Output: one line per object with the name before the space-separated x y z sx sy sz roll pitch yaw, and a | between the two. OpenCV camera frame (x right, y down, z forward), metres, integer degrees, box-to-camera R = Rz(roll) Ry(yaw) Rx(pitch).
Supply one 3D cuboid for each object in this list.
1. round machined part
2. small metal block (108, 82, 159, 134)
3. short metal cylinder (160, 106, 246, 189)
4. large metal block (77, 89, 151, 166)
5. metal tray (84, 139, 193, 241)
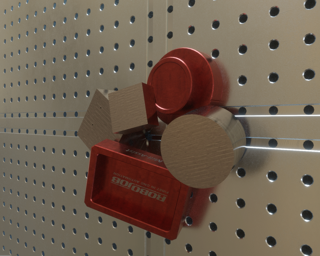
round machined part | 0.022 -0.050 0.380 0.098 0.042 0.097 0 90 40
small metal block | -0.033 -0.022 0.376 0.050 0.025 0.050 -14 78 28
short metal cylinder | 0.048 0.019 0.339 0.080 0.050 0.079 8 108 27
large metal block | -0.065 0.000 0.447 0.080 0.050 0.080 43 116 31
metal tray | -0.028 0.075 0.392 0.130 0.030 0.089 17 109 16
